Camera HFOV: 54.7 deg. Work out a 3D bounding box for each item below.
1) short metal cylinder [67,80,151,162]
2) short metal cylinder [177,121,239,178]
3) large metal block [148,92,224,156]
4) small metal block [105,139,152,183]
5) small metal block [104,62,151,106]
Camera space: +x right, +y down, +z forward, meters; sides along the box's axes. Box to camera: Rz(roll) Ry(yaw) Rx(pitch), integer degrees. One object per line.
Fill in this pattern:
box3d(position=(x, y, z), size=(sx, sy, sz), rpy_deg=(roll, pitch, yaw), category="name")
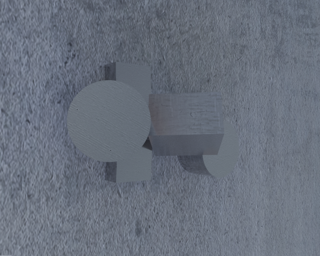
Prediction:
box3d(position=(-0.051, -0.007, 0.325), size=(0.081, 0.050, 0.079), rpy_deg=(0, 91, -5), category="short metal cylinder")
box3d(position=(0.070, 0.029, 0.451), size=(0.081, 0.050, 0.079), rpy_deg=(0, 90, -40), category="short metal cylinder")
box3d(position=(0.031, -0.002, 0.374), size=(0.080, 0.080, 0.050), rpy_deg=(78, 11, -68), category="large metal block")
box3d(position=(-0.038, 0.038, 0.376), size=(0.050, 0.025, 0.050), rpy_deg=(4, 88, -40), category="small metal block")
box3d(position=(-0.038, -0.051, 0.375), size=(0.050, 0.025, 0.050), rpy_deg=(-2, 91, -40), category="small metal block")
